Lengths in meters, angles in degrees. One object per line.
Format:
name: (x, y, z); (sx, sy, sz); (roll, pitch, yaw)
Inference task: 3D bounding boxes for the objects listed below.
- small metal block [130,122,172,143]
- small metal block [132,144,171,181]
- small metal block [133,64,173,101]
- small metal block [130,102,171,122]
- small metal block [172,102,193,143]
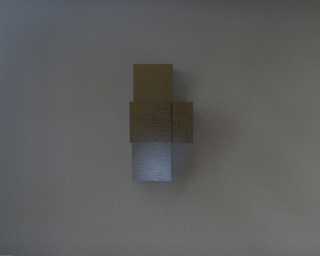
small metal block: (-0.011, 0.005, 0.397); (0.050, 0.050, 0.025); (0, 90, 0)
small metal block: (-0.011, 0.043, 0.409); (0.050, 0.025, 0.050); (0, 90, 0)
small metal block: (-0.009, -0.057, 0.409); (0.050, 0.025, 0.050); (0, 90, 0)
small metal block: (-0.011, -0.019, 0.397); (0.050, 0.050, 0.025); (0, 90, 0)
small metal block: (0.027, -0.007, 0.397); (0.025, 0.050, 0.050); (0, 90, 0)
